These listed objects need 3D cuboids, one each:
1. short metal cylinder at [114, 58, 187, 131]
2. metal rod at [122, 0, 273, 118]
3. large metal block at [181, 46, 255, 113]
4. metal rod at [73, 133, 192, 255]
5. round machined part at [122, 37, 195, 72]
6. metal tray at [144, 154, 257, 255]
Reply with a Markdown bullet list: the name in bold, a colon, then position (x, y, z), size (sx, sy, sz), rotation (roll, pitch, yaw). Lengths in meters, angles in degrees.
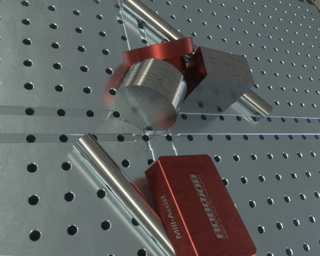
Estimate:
- **short metal cylinder**: position (-0.011, -0.041, 0.393), size (0.080, 0.080, 0.050), rotation (29, 53, -10)
- **metal rod**: position (0.064, -0.118, 0.516), size (0.301, 0.025, 0.025), rotation (38, 51, -3)
- **large metal block**: position (0.077, -0.068, 0.458), size (0.081, 0.080, 0.050), rotation (6, 60, -26)
- **metal rod**: position (0.011, 0.125, 0.338), size (0.300, 0.025, 0.025), rotation (48, 51, 5)
- **round machined part**: position (0.000, -0.095, 0.432), size (0.099, 0.098, 0.042), rotation (-23, 108, -37)
- **metal tray**: position (0.045, 0.094, 0.353), size (0.091, 0.030, 0.130), rotation (2, 54, -41)
